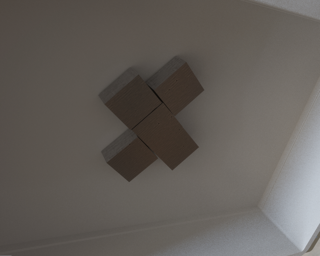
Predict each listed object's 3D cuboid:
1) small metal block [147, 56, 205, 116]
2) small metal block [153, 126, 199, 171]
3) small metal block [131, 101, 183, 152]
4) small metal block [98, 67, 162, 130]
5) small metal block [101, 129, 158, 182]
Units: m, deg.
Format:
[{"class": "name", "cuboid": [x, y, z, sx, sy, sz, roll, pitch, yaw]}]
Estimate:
[{"class": "small metal block", "cuboid": [0.019, -0.052, 0.384, 0.050, 0.025, 0.050, -42, 130, -1]}, {"class": "small metal block", "cuboid": [0.018, 0.023, 0.430, 0.050, 0.025, 0.050, -41, 130, 0]}, {"class": "small metal block", "cuboid": [-0.007, -0.006, 0.397, 0.050, 0.025, 0.050, -41, 130, 0]}, {"class": "small metal block", "cuboid": [-0.035, -0.034, 0.366, 0.050, 0.025, 0.050, -41, 130, 0]}, {"class": "small metal block", "cuboid": [-0.039, 0.036, 0.407, 0.050, 0.025, 0.050, -40, 130, 0]}]
